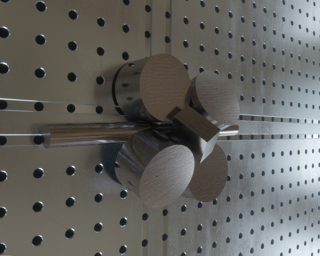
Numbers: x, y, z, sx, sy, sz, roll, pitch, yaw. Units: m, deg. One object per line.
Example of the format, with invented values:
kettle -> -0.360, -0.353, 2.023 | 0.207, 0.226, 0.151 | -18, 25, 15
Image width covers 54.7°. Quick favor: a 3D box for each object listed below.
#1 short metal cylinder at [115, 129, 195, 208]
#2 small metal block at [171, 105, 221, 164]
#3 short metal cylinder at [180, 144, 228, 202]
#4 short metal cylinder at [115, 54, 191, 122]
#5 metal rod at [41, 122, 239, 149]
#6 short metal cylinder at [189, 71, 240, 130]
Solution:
short metal cylinder -> -0.006, 0.047, 0.368 | 0.081, 0.050, 0.079 | -19, 122, -33
small metal block -> 0.041, 0.008, 0.377 | 0.025, 0.050, 0.050 | -40, 157, -27
short metal cylinder -> 0.049, 0.058, 0.429 | 0.081, 0.050, 0.079 | 0, 90, -40
short metal cylinder -> -0.007, -0.047, 0.382 | 0.081, 0.050, 0.079 | 0, 90, -40
metal rod -> 0.002, 0.004, 0.406 | 0.302, 0.025, 0.025 | -2, 92, -40
short metal cylinder -> 0.062, -0.030, 0.423 | 0.081, 0.050, 0.080 | 19, 56, -31
